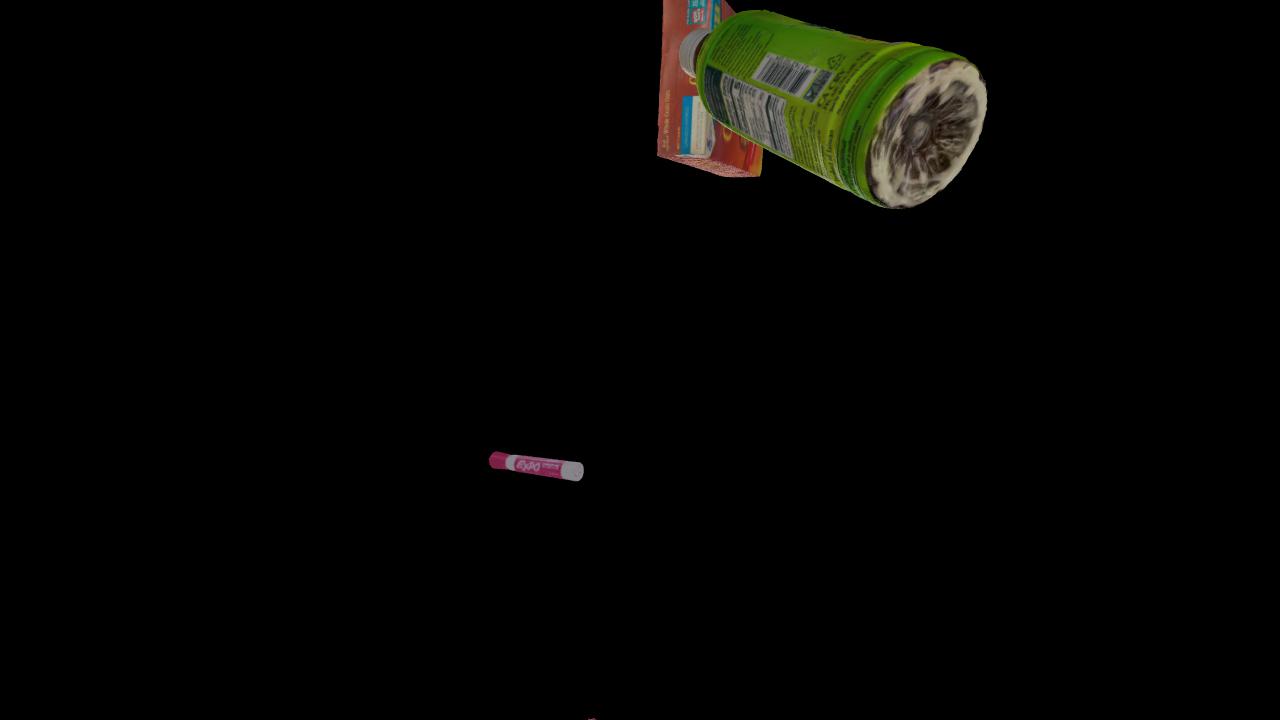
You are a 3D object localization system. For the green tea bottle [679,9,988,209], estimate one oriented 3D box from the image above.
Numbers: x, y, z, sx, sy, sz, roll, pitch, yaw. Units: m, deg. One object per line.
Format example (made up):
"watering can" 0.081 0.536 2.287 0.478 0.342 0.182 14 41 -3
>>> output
"green tea bottle" 0.083 -0.154 0.345 0.073 0.073 0.212 0 34 -32

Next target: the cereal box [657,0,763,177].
"cereal box" 0.118 -0.389 0.915 0.081 0.203 0.306 7 12 23

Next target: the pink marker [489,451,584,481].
"pink marker" -0.111 0.110 0.639 0.121 0.020 0.020 1 0 33

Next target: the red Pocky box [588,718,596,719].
"red Pocky box" -0.005 0.367 0.493 0.155 0.083 0.028 39 5 -6
